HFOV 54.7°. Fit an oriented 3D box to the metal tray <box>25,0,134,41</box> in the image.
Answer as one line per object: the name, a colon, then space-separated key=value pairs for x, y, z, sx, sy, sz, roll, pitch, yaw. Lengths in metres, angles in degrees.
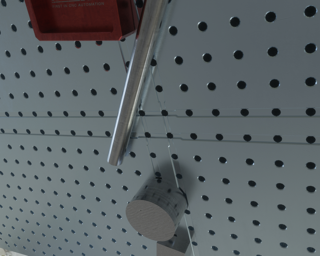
metal tray: x=-0.100 y=-0.151 z=0.365 sx=0.130 sy=0.030 sz=0.089 roll=7 pitch=122 yaw=24

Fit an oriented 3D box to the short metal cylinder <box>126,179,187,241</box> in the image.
short metal cylinder: x=-0.005 y=0.125 z=0.473 sx=0.080 sy=0.050 sz=0.079 roll=13 pitch=124 yaw=20

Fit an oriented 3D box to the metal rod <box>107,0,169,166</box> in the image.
metal rod: x=-0.029 y=-0.063 z=0.386 sx=0.025 sy=0.025 sz=0.298 roll=27 pitch=128 yaw=10

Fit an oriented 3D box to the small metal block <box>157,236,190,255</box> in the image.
small metal block: x=0.022 y=0.212 z=0.529 sx=0.050 sy=0.025 sz=0.050 roll=14 pitch=124 yaw=20
